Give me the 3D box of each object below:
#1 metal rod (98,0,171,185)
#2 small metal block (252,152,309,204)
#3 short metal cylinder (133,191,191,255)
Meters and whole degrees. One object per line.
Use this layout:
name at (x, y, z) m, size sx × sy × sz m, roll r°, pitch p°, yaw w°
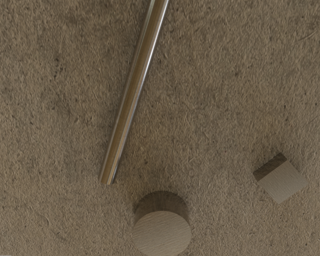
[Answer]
metal rod at (-0.029, -0.061, 0.386) m, size 0.025 × 0.025 × 0.298 m, roll 17°, pitch 109°, yaw -6°
small metal block at (0.169, 0.071, 0.437) m, size 0.050 × 0.025 × 0.050 m, roll -41°, pitch 105°, yaw 13°
short metal cylinder at (0.003, 0.138, 0.447) m, size 0.081 × 0.050 × 0.079 m, roll 0°, pitch 110°, yaw 0°
